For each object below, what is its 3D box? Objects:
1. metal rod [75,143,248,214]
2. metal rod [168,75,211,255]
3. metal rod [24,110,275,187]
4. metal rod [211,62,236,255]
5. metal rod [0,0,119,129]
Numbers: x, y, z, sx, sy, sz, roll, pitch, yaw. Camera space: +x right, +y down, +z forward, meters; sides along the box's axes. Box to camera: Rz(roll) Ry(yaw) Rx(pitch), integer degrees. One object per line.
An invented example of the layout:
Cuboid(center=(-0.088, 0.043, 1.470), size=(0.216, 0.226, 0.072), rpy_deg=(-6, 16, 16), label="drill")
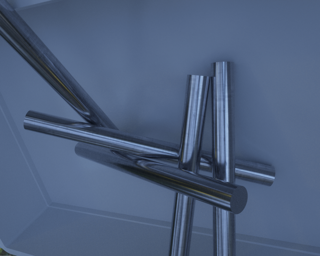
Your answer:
Cuboid(center=(-0.028, 0.048, 0.382), size=(0.300, 0.025, 0.025), rpy_deg=(8, 125, 49), label="metal rod")
Cuboid(center=(0.028, 0.090, 0.358), size=(0.025, 0.025, 0.298), rpy_deg=(9, 101, 23), label="metal rod")
Cuboid(center=(-0.012, 0.024, 0.375), size=(0.302, 0.025, 0.025), rpy_deg=(13, 126, 0), label="metal rod")
Cuboid(center=(0.071, 0.079, 0.342), size=(0.025, 0.025, 0.298), rpy_deg=(1, 94, 27), label="metal rod")
Cuboid(center=(-0.104, -0.048, 0.339), size=(0.025, 0.025, 0.300), rpy_deg=(4, 151, 26), label="metal rod")
